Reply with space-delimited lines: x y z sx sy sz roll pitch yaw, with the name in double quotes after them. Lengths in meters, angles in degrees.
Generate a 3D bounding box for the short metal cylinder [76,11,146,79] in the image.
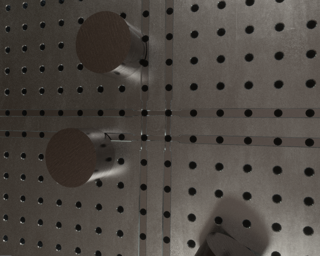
-0.066 -0.110 0.421 0.080 0.050 0.079 0 90 19 "short metal cylinder"

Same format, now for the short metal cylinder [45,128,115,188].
-0.112 0.040 0.437 0.080 0.050 0.079 0 90 19 "short metal cylinder"

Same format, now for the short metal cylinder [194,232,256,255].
0.076 0.167 0.356 0.080 0.080 0.050 31 100 17 "short metal cylinder"
